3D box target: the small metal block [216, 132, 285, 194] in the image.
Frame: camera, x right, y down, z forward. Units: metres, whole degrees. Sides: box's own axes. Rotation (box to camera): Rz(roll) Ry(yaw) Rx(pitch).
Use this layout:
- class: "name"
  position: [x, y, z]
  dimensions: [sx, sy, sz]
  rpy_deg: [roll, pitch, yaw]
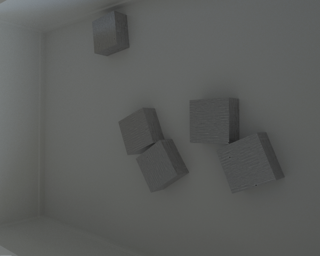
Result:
- class: "small metal block"
  position: [0.095, 0.037, 0.328]
  dimensions: [0.050, 0.025, 0.050]
  rpy_deg: [-28, 72, 36]

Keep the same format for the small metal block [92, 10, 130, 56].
- class: "small metal block"
  position: [-0.074, -0.141, 0.466]
  dimensions: [0.050, 0.025, 0.050]
  rpy_deg: [-8, 85, 39]

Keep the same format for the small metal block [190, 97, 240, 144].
- class: "small metal block"
  position: [0.062, -0.008, 0.354]
  dimensions: [0.050, 0.025, 0.050]
  rpy_deg: [0, 90, 39]

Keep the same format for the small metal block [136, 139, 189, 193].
- class: "small metal block"
  position: [0.002, 0.049, 0.403]
  dimensions: [0.050, 0.025, 0.050]
  rpy_deg: [-40, 66, 32]

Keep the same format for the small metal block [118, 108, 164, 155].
- class: "small metal block"
  position: [-0.026, 0.005, 0.426]
  dimensions: [0.050, 0.025, 0.050]
  rpy_deg: [-27, 73, 36]
